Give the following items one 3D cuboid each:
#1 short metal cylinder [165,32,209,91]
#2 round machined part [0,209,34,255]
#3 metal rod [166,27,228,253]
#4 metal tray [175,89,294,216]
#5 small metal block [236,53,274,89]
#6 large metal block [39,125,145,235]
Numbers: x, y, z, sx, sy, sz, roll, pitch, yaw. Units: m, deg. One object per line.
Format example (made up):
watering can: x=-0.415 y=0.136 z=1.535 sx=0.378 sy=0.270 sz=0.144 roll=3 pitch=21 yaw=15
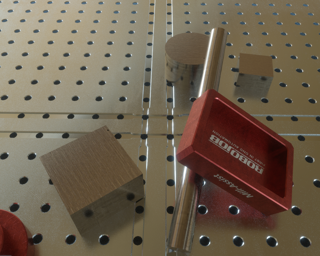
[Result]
short metal cylinder: x=0.048 y=-0.103 z=0.478 sx=0.081 sy=0.050 sz=0.080 roll=0 pitch=50 yaw=0
round machined part: x=-0.176 y=0.121 z=0.293 sx=0.099 sy=0.042 sz=0.098 roll=0 pitch=50 yaw=0
metal rod: x=0.052 y=-0.007 z=0.377 sx=0.025 sy=0.025 sz=0.300 roll=10 pitch=62 yaw=8
metal tray: x=0.088 y=0.026 z=0.342 sx=0.130 sy=0.030 sz=0.090 roll=32 pitch=51 yaw=-13
small metal block: x=0.147 y=-0.089 z=0.484 sx=0.050 sy=0.025 sz=0.050 roll=8 pitch=50 yaw=6
large metal block: x=-0.074 y=0.055 z=0.344 sx=0.081 sy=0.050 sz=0.080 roll=-28 pitch=55 yaw=-21
